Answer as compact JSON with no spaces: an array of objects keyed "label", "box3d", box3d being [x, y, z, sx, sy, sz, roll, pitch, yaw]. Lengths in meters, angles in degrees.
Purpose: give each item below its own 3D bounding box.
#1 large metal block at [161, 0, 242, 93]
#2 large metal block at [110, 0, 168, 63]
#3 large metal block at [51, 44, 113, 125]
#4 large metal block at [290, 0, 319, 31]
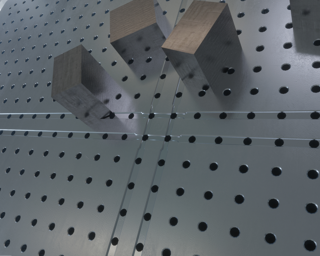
[{"label":"large metal block","box3d":[0.058,-0.106,0.408,0.050,0.080,0.080,23,74,36]},{"label":"large metal block","box3d":[-0.035,-0.166,0.514,0.080,0.050,0.080,-19,54,17]},{"label":"large metal block","box3d":[-0.117,-0.065,0.476,0.050,0.080,0.080,-21,54,16]},{"label":"large metal block","box3d":[0.218,-0.166,0.380,0.080,0.050,0.080,22,73,36]}]
